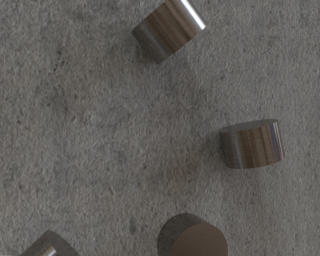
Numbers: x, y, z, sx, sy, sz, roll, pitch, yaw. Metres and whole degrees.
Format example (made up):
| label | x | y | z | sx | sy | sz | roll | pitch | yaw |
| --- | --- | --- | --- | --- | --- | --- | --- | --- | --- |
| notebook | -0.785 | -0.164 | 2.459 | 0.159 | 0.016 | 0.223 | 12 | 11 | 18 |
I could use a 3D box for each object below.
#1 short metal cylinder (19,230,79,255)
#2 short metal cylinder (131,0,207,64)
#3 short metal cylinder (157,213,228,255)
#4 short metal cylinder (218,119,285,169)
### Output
| label | x | y | z | sx | sy | sz | roll | pitch | yaw |
| --- | --- | --- | --- | --- | --- | --- | --- | --- | --- |
| short metal cylinder | -0.116 | 0.159 | 0.338 | 0.050 | 0.080 | 0.080 | -43 | 104 | -15 |
| short metal cylinder | 0.011 | -0.124 | 0.385 | 0.080 | 0.080 | 0.050 | -43 | 104 | -15 |
| short metal cylinder | 0.042 | 0.160 | 0.413 | 0.081 | 0.050 | 0.079 | 0 | 90 | -21 |
| short metal cylinder | 0.126 | 0.021 | 0.428 | 0.081 | 0.080 | 0.050 | -14 | 95 | -20 |
